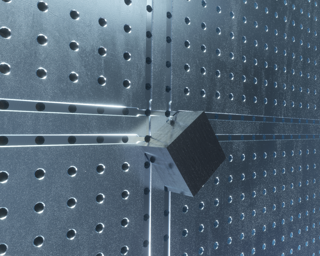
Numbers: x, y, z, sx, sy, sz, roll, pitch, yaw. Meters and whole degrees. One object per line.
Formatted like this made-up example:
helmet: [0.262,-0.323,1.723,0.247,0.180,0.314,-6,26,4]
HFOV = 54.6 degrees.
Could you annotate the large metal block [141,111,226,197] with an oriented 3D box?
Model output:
large metal block: [0.035,0.033,0.421,0.080,0.050,0.080,-43,116,-31]
